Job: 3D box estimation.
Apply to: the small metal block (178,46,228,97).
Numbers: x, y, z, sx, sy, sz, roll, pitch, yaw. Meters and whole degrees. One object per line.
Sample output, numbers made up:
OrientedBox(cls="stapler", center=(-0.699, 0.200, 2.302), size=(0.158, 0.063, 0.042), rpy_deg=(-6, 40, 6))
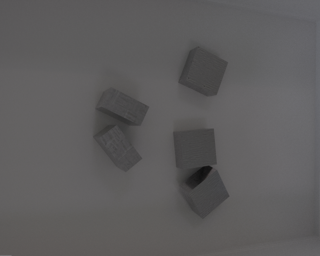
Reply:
OrientedBox(cls="small metal block", center=(0.060, -0.078, 0.432), size=(0.050, 0.025, 0.050), rpy_deg=(23, 83, -19))

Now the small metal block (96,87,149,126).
OrientedBox(cls="small metal block", center=(-0.047, -0.025, 0.380), size=(0.050, 0.050, 0.025), rpy_deg=(27, 81, -18))

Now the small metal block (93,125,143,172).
OrientedBox(cls="small metal block", center=(-0.053, 0.024, 0.378), size=(0.025, 0.050, 0.050), rpy_deg=(-39, 103, -16))

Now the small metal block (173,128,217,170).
OrientedBox(cls="small metal block", center=(0.048, 0.028, 0.428), size=(0.050, 0.025, 0.050), rpy_deg=(-6, 92, -20))

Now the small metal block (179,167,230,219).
OrientedBox(cls="small metal block", center=(0.062, 0.087, 0.427), size=(0.050, 0.025, 0.050), rpy_deg=(-36, 116, -16))
